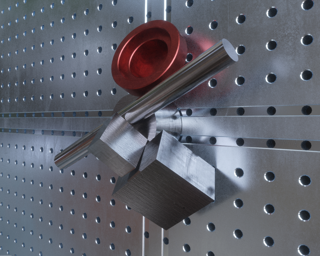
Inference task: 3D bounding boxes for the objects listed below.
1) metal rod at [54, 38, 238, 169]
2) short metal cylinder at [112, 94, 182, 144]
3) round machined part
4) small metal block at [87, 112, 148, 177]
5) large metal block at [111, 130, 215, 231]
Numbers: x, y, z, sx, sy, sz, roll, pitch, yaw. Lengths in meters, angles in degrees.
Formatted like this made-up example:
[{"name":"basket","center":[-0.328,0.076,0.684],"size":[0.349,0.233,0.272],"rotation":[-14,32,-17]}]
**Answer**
[{"name":"metal rod","center":[-0.040,-0.012,0.375],"size":[0.299,0.025,0.025],"rotation":[-30,72,35]},{"name":"short metal cylinder","center":[-0.019,-0.003,0.406],"size":[0.080,0.050,0.079],"rotation":[0,90,39]},{"name":"round machined part","center":[-0.009,-0.082,0.389],"size":[0.098,0.042,0.098],"rotation":[-14,60,27]},{"name":"small metal block","center":[-0.047,0.018,0.350],"size":[0.050,0.050,0.025],"rotation":[42,126,-17]},{"name":"large metal block","center":[0.005,0.062,0.357],"size":[0.080,0.050,0.080],"rotation":[37,123,-16]}]
